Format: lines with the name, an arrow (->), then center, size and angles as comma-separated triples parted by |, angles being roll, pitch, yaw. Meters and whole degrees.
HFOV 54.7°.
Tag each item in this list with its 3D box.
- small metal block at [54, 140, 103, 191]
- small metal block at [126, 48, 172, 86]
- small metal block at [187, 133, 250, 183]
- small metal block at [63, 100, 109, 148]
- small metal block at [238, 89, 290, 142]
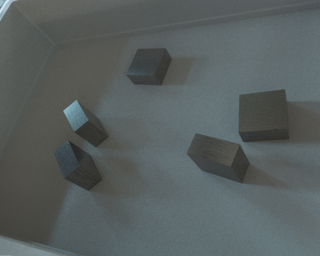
small metal block -> -0.110, 0.051, 0.416 | 0.025, 0.050, 0.050 | -39, 51, 2
small metal block -> -0.016, -0.093, 0.472 | 0.050, 0.025, 0.050 | 7, 65, 31
small metal block -> 0.064, 0.033, 0.336 | 0.050, 0.050, 0.025 | 14, 70, 34
small metal block -> -0.107, -0.006, 0.450 | 0.025, 0.050, 0.050 | -40, 51, 1
small metal block -> 0.118, -0.013, 0.352 | 0.050, 0.025, 0.050 | -5, 59, 25
